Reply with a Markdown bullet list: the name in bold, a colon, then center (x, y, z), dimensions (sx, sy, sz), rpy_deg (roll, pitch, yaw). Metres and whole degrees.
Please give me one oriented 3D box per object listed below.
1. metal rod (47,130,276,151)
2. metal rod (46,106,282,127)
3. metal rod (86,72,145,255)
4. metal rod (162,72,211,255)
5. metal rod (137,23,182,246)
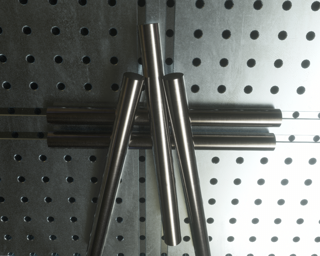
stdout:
- **metal rod**: center (0.003, 0.017, 0.420), dimensions (0.302, 0.025, 0.025), rpy_deg (1, 110, -1)
- **metal rod**: center (0.007, -0.015, 0.408), dimensions (0.302, 0.025, 0.025), rpy_deg (1, 110, -1)
- **metal rod**: center (-0.066, 0.069, 0.418), dimensions (0.025, 0.025, 0.298), rpy_deg (13, 117, -5)
- **metal rod**: center (0.041, 0.071, 0.420), dimensions (0.025, 0.025, 0.298), rpy_deg (-10, 117, 3)
- **metal rod**: center (0.003, 0.023, 0.396), dimensions (0.025, 0.025, 0.298), rpy_deg (-6, 110, 2)
